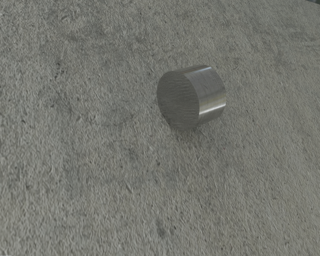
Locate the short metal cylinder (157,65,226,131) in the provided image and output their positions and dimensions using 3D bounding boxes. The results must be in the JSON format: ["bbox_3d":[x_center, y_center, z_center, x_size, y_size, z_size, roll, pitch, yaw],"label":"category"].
[{"bbox_3d":[0.041,-0.041,0.415,0.050,0.080,0.080,-21,73,-36],"label":"short metal cylinder"}]
